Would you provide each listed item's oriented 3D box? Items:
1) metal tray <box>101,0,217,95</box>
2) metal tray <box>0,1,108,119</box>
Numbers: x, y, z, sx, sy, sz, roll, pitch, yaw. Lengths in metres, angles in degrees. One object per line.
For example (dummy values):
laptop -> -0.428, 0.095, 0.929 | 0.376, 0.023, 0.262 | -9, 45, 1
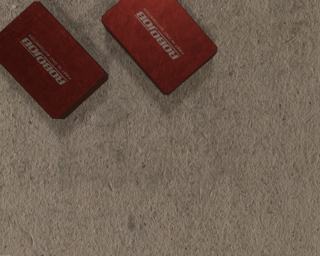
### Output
metal tray -> -0.001, -0.119, 0.407 | 0.090, 0.030, 0.130 | -41, 91, 0
metal tray -> -0.144, -0.086, 0.406 | 0.090, 0.030, 0.130 | -43, 91, 0
